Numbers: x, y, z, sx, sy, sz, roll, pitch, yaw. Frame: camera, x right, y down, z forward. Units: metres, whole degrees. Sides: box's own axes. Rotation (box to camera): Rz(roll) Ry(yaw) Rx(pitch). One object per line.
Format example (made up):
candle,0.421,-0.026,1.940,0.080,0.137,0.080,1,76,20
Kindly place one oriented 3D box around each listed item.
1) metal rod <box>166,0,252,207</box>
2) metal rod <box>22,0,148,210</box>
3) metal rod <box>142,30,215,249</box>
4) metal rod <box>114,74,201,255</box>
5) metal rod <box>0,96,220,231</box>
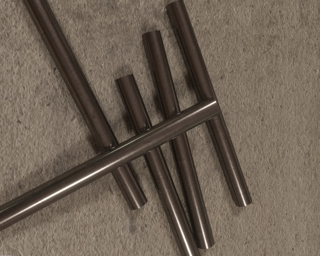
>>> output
metal rod,0.072,-0.029,0.436,0.025,0.025,0.298,-23,98,-19
metal rod,-0.091,-0.034,0.376,0.025,0.025,0.299,-28,100,-18
metal rod,0.026,0.020,0.419,0.025,0.025,0.298,-17,96,-20
metal rod,0.005,0.074,0.412,0.025,0.025,0.298,-23,98,-19
metal rod,-0.065,0.041,0.360,0.302,0.025,0.025,-28,100,-9
